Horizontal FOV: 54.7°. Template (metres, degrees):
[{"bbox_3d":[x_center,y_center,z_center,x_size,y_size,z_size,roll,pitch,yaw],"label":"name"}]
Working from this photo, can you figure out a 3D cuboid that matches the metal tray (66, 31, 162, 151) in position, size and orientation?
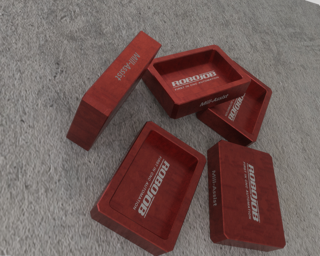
[{"bbox_3d":[-0.052,-0.044,0.360,0.030,0.090,0.130,35,51,-6],"label":"metal tray"}]

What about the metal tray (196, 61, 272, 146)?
[{"bbox_3d":[0.121,-0.040,0.489,0.090,0.030,0.130,36,51,-4],"label":"metal tray"}]

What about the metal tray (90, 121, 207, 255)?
[{"bbox_3d":[-0.007,0.064,0.356,0.090,0.030,0.130,34,51,-6],"label":"metal tray"}]

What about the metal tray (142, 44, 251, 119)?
[{"bbox_3d":[0.052,-0.070,0.443,0.131,0.030,0.090,-19,57,-25],"label":"metal tray"}]

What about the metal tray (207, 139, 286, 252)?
[{"bbox_3d":[0.110,0.087,0.406,0.091,0.030,0.130,16,55,-19],"label":"metal tray"}]
